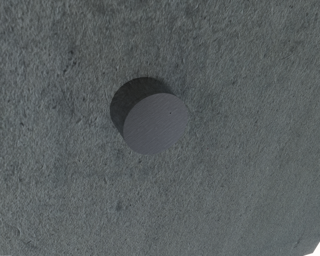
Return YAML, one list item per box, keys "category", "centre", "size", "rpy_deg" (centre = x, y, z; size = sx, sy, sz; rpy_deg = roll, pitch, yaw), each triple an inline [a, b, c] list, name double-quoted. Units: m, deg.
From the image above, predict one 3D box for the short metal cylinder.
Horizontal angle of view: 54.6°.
- category: "short metal cylinder"
  centre: [-0.014, -0.015, 0.373]
  size: [0.081, 0.050, 0.080]
  rpy_deg: [-14, 124, -21]
